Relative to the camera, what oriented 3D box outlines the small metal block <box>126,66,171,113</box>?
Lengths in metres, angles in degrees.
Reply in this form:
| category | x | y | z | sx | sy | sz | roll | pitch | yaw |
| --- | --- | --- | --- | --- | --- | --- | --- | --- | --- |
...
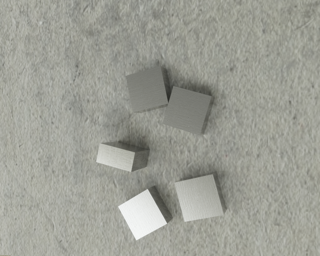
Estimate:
| category | x | y | z | sx | sy | sz | roll | pitch | yaw |
| --- | --- | --- | --- | --- | --- | --- | --- | --- | --- |
| small metal block | -0.013 | -0.050 | 0.413 | 0.050 | 0.025 | 0.050 | -13 | 86 | 19 |

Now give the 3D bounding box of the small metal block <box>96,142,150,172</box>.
| category | x | y | z | sx | sy | sz | roll | pitch | yaw |
| --- | --- | --- | --- | --- | --- | --- | --- | --- | --- |
| small metal block | -0.048 | 0.037 | 0.411 | 0.050 | 0.050 | 0.025 | 13 | 95 | 19 |

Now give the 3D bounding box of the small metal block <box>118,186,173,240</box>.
| category | x | y | z | sx | sy | sz | roll | pitch | yaw |
| --- | --- | --- | --- | --- | --- | --- | --- | --- | --- |
| small metal block | -0.019 | 0.113 | 0.415 | 0.050 | 0.025 | 0.050 | -33 | 80 | 16 |

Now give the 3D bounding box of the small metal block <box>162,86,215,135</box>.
| category | x | y | z | sx | sy | sz | roll | pitch | yaw |
| --- | --- | --- | --- | --- | --- | --- | --- | --- | --- |
| small metal block | 0.037 | -0.022 | 0.395 | 0.050 | 0.025 | 0.050 | 18 | 96 | 18 |

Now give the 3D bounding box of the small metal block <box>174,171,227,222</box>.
| category | x | y | z | sx | sy | sz | roll | pitch | yaw |
| --- | --- | --- | --- | --- | --- | --- | --- | --- | --- |
| small metal block | 0.051 | 0.086 | 0.390 | 0.050 | 0.025 | 0.050 | -16 | 85 | 19 |
